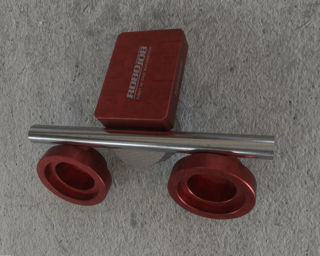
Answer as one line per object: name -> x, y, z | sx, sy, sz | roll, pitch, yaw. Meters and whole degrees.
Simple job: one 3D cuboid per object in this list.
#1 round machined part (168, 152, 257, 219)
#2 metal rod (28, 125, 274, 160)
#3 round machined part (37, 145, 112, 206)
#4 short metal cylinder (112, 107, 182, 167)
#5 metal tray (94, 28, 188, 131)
round machined part -> 0.061, 0.062, 0.360 | 0.098, 0.042, 0.097 | 10, 136, 11
metal rod -> -0.026, 0.014, 0.366 | 0.301, 0.025, 0.025 | 3, 91, 19
round machined part -> -0.111, 0.059, 0.422 | 0.098, 0.042, 0.097 | 9, 131, 11
short metal cylinder -> -0.017, 0.008, 0.402 | 0.080, 0.050, 0.079 | 0, 90, 19
metal tray -> -0.020, -0.062, 0.385 | 0.090, 0.030, 0.130 | 2, 65, 19
